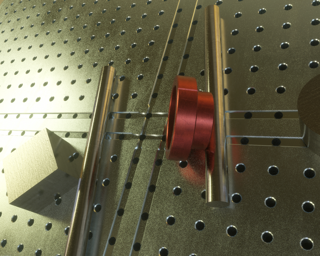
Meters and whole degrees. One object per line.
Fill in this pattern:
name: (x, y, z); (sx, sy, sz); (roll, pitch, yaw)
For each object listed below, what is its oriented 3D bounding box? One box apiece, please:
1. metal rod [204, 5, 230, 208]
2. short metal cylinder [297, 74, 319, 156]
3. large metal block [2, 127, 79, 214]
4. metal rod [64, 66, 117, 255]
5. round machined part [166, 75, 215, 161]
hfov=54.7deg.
metal rod: (0.070, -0.049, 0.400); (0.025, 0.025, 0.299); (-10, 57, 23)
short metal cylinder: (0.181, -0.012, 0.305); (0.080, 0.050, 0.080); (-13, 56, 20)
large metal block: (-0.169, 0.060, 0.442); (0.080, 0.050, 0.080); (-36, 51, 4)
metal rod: (-0.093, 0.036, 0.433); (0.025, 0.025, 0.299); (-10, 57, 23)
round machined part: (0.034, -0.010, 0.358); (0.042, 0.098, 0.098); (6, 60, -4)
